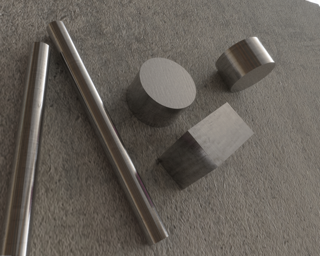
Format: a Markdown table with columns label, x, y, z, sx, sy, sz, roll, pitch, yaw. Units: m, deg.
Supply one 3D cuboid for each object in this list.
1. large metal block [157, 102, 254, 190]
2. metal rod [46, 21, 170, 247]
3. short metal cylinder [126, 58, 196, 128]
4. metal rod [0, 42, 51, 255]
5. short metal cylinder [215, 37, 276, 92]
| label | x | y | z | sx | sy | sz | roll | pitch | yaw |
| --- | --- | --- | --- | --- | --- | --- | --- | --- | --- |
| large metal block | 0.055 | 0.023 | 0.384 | 0.081 | 0.080 | 0.050 | -33 | 81 | -38 |
| metal rod | -0.069 | -0.007 | 0.370 | 0.025 | 0.025 | 0.299 | -17 | 71 | -35 |
| short metal cylinder | 0.001 | -0.047 | 0.417 | 0.081 | 0.050 | 0.080 | 14 | 56 | -21 |
| metal rod | -0.134 | 0.033 | 0.311 | 0.025 | 0.025 | 0.299 | 8 | 58 | -24 |
| short metal cylinder | 0.138 | -0.102 | 0.505 | 0.081 | 0.080 | 0.050 | -16 | 70 | -34 |
